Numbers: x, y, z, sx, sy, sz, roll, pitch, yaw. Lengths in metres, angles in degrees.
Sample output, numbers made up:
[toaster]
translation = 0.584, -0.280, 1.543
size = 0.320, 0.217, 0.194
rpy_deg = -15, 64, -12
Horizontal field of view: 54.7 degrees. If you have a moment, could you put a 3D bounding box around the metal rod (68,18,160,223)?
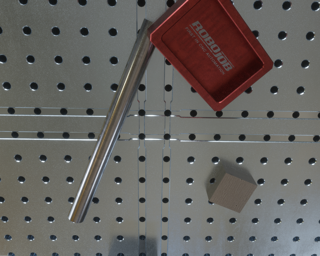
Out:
[metal rod]
translation = -0.066, 0.004, 0.413
size = 0.025, 0.025, 0.298
rpy_deg = 22, 108, -8

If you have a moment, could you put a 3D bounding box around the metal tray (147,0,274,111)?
[metal tray]
translation = 0.060, -0.092, 0.362
size = 0.090, 0.030, 0.130
rpy_deg = -41, 118, 12

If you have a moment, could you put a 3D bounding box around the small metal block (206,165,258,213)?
[small metal block]
translation = 0.103, 0.088, 0.447
size = 0.050, 0.025, 0.050
rpy_deg = 23, 108, -9
